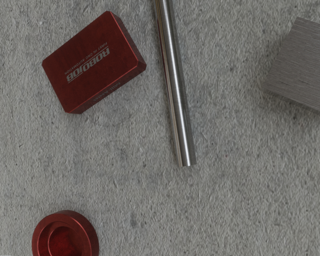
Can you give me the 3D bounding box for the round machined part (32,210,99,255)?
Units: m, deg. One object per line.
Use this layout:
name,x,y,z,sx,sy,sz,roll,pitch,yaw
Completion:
round machined part,-0.130,0.166,0.444,0.098,0.042,0.097,0,90,19

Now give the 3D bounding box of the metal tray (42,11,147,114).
metal tray,-0.095,-0.089,0.439,0.130,0.030,0.090,-31,80,17

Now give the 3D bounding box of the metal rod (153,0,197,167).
metal rod,0.013,-0.100,0.403,0.025,0.025,0.298,-9,87,19

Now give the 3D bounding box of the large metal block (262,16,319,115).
large metal block,0.168,-0.062,0.337,0.080,0.050,0.080,27,99,17
